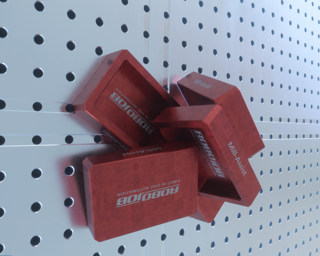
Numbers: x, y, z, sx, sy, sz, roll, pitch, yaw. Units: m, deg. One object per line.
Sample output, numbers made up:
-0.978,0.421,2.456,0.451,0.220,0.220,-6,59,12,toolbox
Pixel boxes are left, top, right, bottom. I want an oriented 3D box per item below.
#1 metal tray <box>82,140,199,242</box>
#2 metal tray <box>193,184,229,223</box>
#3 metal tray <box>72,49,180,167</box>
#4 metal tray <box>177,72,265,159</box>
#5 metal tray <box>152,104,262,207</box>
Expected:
-0.018,0.070,0.361,0.131,0.030,0.089,-8,106,-25,metal tray
0.079,0.065,0.473,0.130,0.030,0.090,-49,119,-29,metal tray
-0.030,-0.020,0.382,0.130,0.030,0.090,43,64,-32,metal tray
0.075,-0.021,0.406,0.030,0.130,0.090,-33,114,-5,metal tray
0.057,0.034,0.377,0.030,0.090,0.130,-46,118,-30,metal tray
